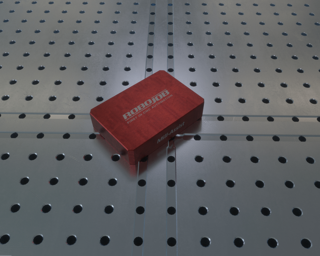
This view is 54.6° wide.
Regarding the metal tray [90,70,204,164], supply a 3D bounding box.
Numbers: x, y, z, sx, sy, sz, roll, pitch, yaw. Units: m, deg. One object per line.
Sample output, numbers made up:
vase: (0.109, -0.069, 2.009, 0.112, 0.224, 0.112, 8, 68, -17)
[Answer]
metal tray: (-0.016, -0.020, 0.422, 0.131, 0.030, 0.090, -34, 58, -25)
